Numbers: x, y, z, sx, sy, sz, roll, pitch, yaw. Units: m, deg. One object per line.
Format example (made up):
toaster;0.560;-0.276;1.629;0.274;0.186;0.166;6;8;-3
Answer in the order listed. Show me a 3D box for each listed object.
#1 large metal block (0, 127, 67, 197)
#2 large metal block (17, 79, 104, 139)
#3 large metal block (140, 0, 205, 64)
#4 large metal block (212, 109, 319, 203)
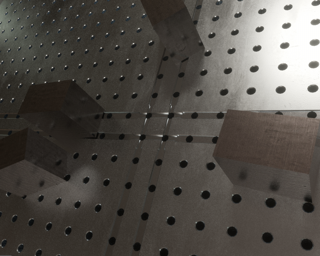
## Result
large metal block;-0.191;0.052;0.439;0.080;0.080;0.050;-22;54;15
large metal block;-0.144;-0.024;0.461;0.080;0.080;0.050;-3;61;26
large metal block;0.018;-0.157;0.459;0.050;0.080;0.080;-28;52;11
large metal block;0.107;0.027;0.300;0.080;0.080;0.050;9;66;31
